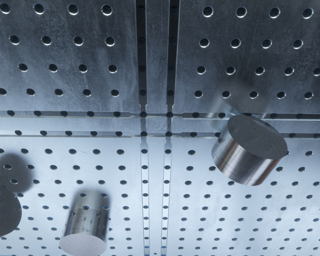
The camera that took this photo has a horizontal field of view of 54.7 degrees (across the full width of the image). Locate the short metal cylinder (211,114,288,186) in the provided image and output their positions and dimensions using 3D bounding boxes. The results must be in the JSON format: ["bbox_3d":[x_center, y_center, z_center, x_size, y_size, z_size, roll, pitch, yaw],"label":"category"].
[{"bbox_3d":[0.114,0.027,0.400,0.081,0.080,0.050,13,129,-11],"label":"short metal cylinder"}]

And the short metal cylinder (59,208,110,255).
[{"bbox_3d":[-0.133,0.188,0.554,0.081,0.050,0.079,0,130,0],"label":"short metal cylinder"}]

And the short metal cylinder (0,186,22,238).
[{"bbox_3d":[-0.271,0.139,0.491,0.050,0.080,0.080,-30,124,22],"label":"short metal cylinder"}]
